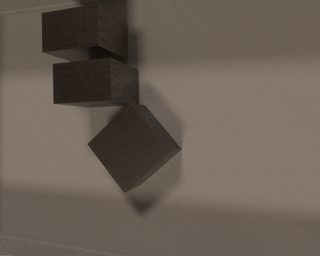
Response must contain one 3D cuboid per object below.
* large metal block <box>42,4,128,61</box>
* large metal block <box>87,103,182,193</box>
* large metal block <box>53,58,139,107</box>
[{"bbox_3d":[-0.097,-0.121,0.414,0.080,0.080,0.050,-1,90,19],"label":"large metal block"},{"bbox_3d":[-0.033,0.025,0.408,0.080,0.050,0.080,-43,77,14],"label":"large metal block"},{"bbox_3d":[-0.081,-0.056,0.409,0.080,0.080,0.050,-1,90,19],"label":"large metal block"}]
